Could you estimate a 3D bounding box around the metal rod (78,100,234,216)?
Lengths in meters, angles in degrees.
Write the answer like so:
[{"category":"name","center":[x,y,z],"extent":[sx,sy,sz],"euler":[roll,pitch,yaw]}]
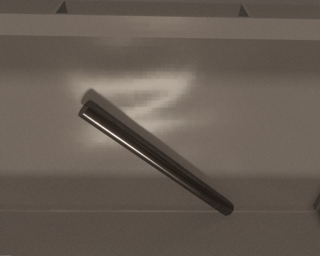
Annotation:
[{"category":"metal rod","center":[0.011,0.057,0.457],"extent":[0.025,0.025,0.301],"euler":[-37,122,26]}]
